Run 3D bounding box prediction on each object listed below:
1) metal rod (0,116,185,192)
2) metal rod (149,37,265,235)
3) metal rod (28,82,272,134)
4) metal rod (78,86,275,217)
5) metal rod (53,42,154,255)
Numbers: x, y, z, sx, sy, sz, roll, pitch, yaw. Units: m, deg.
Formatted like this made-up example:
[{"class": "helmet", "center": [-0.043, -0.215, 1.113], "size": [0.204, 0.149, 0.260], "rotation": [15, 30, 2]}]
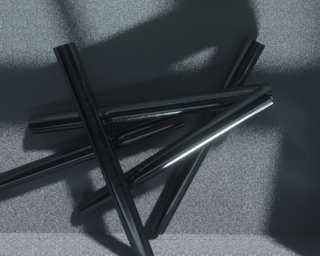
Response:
[{"class": "metal rod", "center": [-0.112, 0.037, 0.423], "size": [0.301, 0.025, 0.025], "rotation": [-20, 109, 6]}, {"class": "metal rod", "center": [0.056, 0.024, 0.420], "size": [0.025, 0.025, 0.298], "rotation": [22, 108, -9]}, {"class": "metal rod", "center": [-0.018, -0.023, 0.386], "size": [0.301, 0.025, 0.025], "rotation": [-7, 110, 8]}, {"class": "metal rod", "center": [0.004, 0.041, 0.396], "size": [0.299, 0.025, 0.025], "rotation": [-34, 107, 23]}, {"class": "metal rod", "center": [-0.063, 0.044, 0.385], "size": [0.025, 0.025, 0.298], "rotation": [-16, 106, 5]}]
